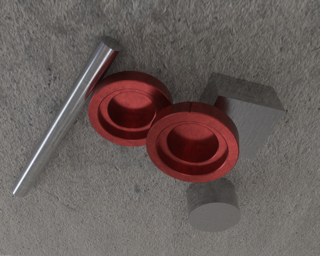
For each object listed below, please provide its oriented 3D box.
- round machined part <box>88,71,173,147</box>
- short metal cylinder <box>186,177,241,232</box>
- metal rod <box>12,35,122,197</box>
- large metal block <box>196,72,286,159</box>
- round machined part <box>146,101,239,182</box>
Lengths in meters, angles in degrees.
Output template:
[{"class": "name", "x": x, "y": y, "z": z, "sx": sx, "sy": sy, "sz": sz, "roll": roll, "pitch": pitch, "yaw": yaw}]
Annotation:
[{"class": "round machined part", "x": -0.033, "y": -0.027, "z": 0.373, "sx": 0.099, "sy": 0.042, "sz": 0.097, "roll": -1, "pitch": 130, "yaw": -1}, {"class": "short metal cylinder", "x": 0.084, "y": 0.123, "z": 0.496, "sx": 0.081, "sy": 0.050, "sz": 0.079, "roll": 0, "pitch": 130, "yaw": 0}, {"class": "metal rod", "x": -0.136, "y": 0.004, "z": 0.408, "sx": 0.025, "sy": 0.025, "sz": 0.298, "roll": 27, "pitch": 125, "yaw": -22}, {"class": "large metal block", "x": 0.090, "y": -0.014, "z": 0.380, "sx": 0.081, "sy": 0.050, "sz": 0.079, "roll": 12, "pitch": 129, "yaw": -11}, {"class": "round machined part", "x": 0.037, "y": 0.011, "z": 0.343, "sx": 0.098, "sy": 0.042, "sz": 0.097, "roll": 6, "pitch": 128, "yaw": 9}]
